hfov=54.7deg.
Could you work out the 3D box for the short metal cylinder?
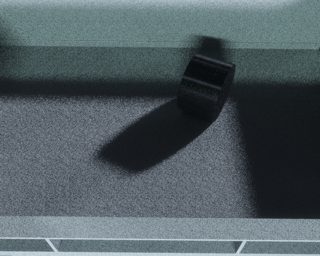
[{"bbox_3d":[0.063,-0.054,0.416,0.050,0.080,0.080,22,53,17],"label":"short metal cylinder"}]
